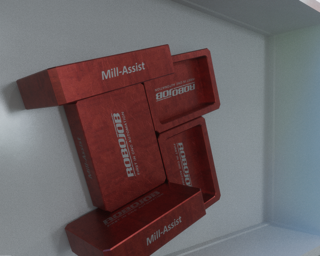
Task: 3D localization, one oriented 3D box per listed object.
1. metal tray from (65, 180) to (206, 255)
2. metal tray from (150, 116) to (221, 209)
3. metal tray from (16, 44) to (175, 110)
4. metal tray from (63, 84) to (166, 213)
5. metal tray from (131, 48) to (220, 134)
[{"bbox_3d":[-0.025,0.101,0.342,0.131,0.090,0.030,-22,105,-38],"label":"metal tray"},{"bbox_3d":[0.035,0.057,0.433,0.091,0.030,0.129,-22,104,-38],"label":"metal tray"},{"bbox_3d":[-0.061,-0.052,0.310,0.131,0.090,0.030,-23,105,-38],"label":"metal tray"},{"bbox_3d":[-0.048,0.019,0.361,0.091,0.030,0.129,-22,104,-38],"label":"metal tray"},{"bbox_3d":[0.024,-0.054,0.423,0.131,0.030,0.089,-22,104,-38],"label":"metal tray"}]
